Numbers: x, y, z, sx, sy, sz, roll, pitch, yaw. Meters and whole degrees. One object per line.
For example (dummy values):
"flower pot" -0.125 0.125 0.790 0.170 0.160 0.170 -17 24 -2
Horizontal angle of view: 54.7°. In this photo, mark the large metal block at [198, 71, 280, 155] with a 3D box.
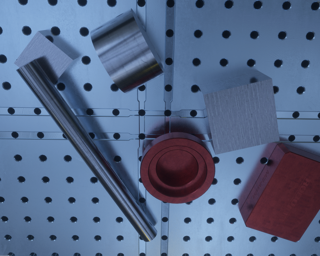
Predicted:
"large metal block" 0.099 -0.020 0.394 0.080 0.050 0.080 -13 110 4

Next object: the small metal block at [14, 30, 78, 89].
"small metal block" -0.139 -0.083 0.381 0.050 0.025 0.050 40 105 -14

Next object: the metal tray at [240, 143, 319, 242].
"metal tray" 0.186 0.096 0.449 0.091 0.030 0.129 20 109 -8

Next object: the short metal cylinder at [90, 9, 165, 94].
"short metal cylinder" -0.035 -0.086 0.352 0.050 0.080 0.080 -27 108 9

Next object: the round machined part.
"round machined part" 0.023 0.050 0.423 0.099 0.042 0.097 0 110 -1

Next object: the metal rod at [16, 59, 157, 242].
"metal rod" -0.084 0.046 0.414 0.025 0.025 0.299 -26 114 9
